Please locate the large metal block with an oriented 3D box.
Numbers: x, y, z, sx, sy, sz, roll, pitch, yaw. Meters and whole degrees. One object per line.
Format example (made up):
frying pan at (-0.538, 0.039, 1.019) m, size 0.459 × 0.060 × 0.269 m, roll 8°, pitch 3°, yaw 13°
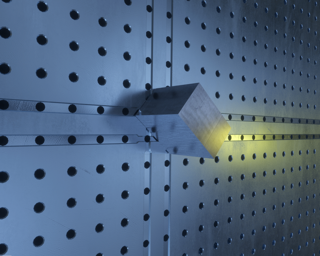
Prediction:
large metal block at (0.030, -0.008, 0.397) m, size 0.080 × 0.080 × 0.050 m, roll 49°, pitch 61°, yaw -29°
